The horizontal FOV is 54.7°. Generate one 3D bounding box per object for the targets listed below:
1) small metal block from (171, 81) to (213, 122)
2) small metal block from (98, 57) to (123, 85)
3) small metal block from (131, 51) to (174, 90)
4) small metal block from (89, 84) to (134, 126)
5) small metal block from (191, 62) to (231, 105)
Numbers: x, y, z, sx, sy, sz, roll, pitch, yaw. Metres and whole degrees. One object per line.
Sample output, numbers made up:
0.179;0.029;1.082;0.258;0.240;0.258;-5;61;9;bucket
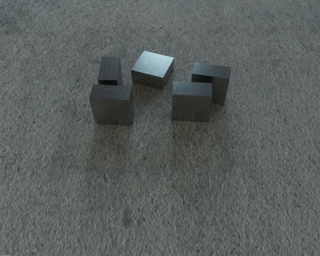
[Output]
0.042;-0.035;0.416;0.050;0.050;0.025;3;50;2;small metal block
-0.069;-0.066;0.442;0.025;0.050;0.050;0;50;0;small metal block
-0.010;-0.089;0.478;0.050;0.025;0.050;16;52;13;small metal block
-0.062;-0.030;0.411;0.050;0.050;0.025;4;50;3;small metal block
0.071;-0.062;0.440;0.050;0.050;0.025;10;51;8;small metal block
